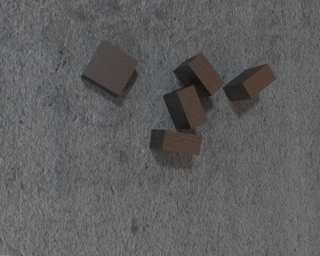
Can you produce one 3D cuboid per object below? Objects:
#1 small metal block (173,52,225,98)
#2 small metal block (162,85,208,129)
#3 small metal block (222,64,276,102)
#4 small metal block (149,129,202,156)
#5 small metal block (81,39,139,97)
[{"bbox_3d":[0.051,-0.068,0.414,0.025,0.050,0.050,-44,104,-15],"label":"small metal block"},{"bbox_3d":[0.032,-0.026,0.407,0.025,0.050,0.050,-25,99,-18],"label":"small metal block"},{"bbox_3d":[0.127,-0.064,0.442,0.050,0.050,0.025,-37,102,-16],"label":"small metal block"},{"bbox_3d":[0.019,0.018,0.403,0.050,0.050,0.025,10,87,-20],"label":"small metal block"},{"bbox_3d":[-0.063,-0.073,0.386,0.050,0.025,0.050,31,80,-18],"label":"small metal block"}]
